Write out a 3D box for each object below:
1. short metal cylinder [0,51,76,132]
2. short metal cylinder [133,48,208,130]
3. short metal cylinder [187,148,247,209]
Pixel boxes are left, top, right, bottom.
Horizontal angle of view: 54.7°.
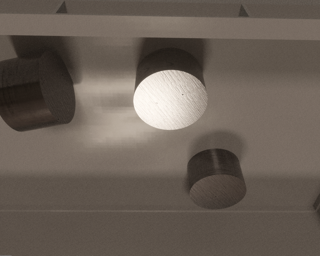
[{"bbox_3d":[-0.134,-0.039,0.338,0.050,0.080,0.080,-10,130,8],"label":"short metal cylinder"},{"bbox_3d":[0.011,-0.044,0.355,0.081,0.050,0.079,0,130,0],"label":"short metal cylinder"},{"bbox_3d":[0.082,0.076,0.459,0.081,0.050,0.079,0,130,0],"label":"short metal cylinder"}]
